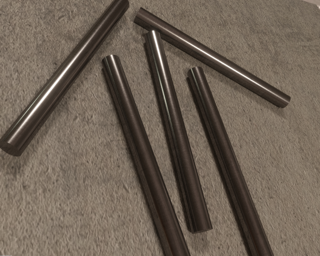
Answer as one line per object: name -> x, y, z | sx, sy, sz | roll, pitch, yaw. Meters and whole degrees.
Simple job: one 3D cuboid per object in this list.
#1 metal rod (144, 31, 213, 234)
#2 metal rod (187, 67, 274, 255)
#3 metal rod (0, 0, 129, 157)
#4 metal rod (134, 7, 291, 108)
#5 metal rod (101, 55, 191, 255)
metal rod -> 0.019, -0.012, 0.422 | 0.025, 0.025, 0.299 | 1, 61, -28
metal rod -> 0.093, 0.042, 0.430 | 0.025, 0.025, 0.299 | -2, 63, -29
metal rod -> -0.106, -0.089, 0.401 | 0.025, 0.025, 0.300 | 30, 52, -10
metal rod -> 0.095, -0.115, 0.526 | 0.301, 0.025, 0.025 | 28, 52, -11
metal rod -> -0.018, 0.038, 0.371 | 0.025, 0.025, 0.299 | -7, 66, -32
